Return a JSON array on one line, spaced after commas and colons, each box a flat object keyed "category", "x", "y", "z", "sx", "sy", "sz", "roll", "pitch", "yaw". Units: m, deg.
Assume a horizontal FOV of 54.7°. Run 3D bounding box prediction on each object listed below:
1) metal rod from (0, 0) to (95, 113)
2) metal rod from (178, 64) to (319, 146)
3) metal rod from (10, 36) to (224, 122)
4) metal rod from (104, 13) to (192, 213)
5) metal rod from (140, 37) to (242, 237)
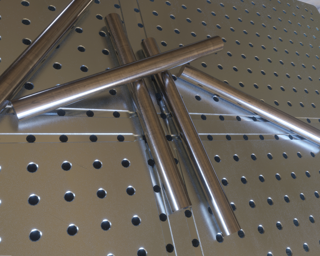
[{"category": "metal rod", "x": -0.154, "y": -0.087, "z": 0.378, "sx": 0.025, "sy": 0.025, "sz": 0.300, "roll": 29, "pitch": 52, "yaw": -10}, {"category": "metal rod", "x": 0.168, "y": -0.033, "z": 0.521, "sx": 0.302, "sy": 0.025, "sz": 0.025, "roll": 23, "pitch": 53, "yaw": -15}, {"category": "metal rod", "x": -0.035, "y": -0.073, "z": 0.404, "sx": 0.302, "sy": 0.025, "sz": 0.025, "roll": -24, "pitch": 75, "yaw": -27}, {"category": "metal rod", "x": -0.023, "y": -0.035, "z": 0.418, "sx": 0.025, "sy": 0.025, "sz": 0.299, "roll": -7, "pitch": 65, "yaw": -32}, {"category": "metal rod", "x": 0.035, "y": -0.002, "z": 0.429, "sx": 0.025, "sy": 0.025, "sz": 0.299, "roll": -9, "pitch": 66, "yaw": -32}]
